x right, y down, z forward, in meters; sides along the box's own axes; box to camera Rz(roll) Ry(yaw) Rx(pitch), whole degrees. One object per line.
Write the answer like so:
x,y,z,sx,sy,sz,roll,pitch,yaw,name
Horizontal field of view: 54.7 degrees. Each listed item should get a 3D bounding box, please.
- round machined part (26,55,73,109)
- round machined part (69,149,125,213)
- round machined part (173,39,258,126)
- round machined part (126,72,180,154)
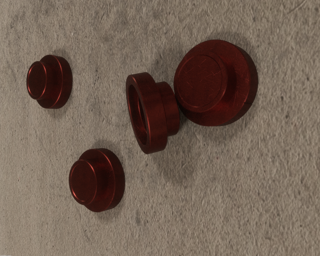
-0.205,-0.084,0.559,0.098,0.042,0.097,0,90,39,round machined part
-0.103,0.081,0.476,0.098,0.042,0.097,0,90,39,round machined part
0.055,-0.050,0.348,0.098,0.042,0.097,0,90,39,round machined part
-0.008,-0.020,0.379,0.098,0.042,0.097,167,89,-74,round machined part
